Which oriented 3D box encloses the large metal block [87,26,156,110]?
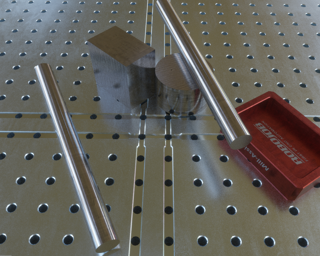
[{"bbox_3d":[-0.053,-0.086,0.443,0.080,0.080,0.050,37,60,27],"label":"large metal block"}]

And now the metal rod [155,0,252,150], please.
[{"bbox_3d":[0.046,-0.095,0.422,0.025,0.025,0.300,-12,51,-10],"label":"metal rod"}]

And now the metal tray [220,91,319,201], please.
[{"bbox_3d":[0.153,0.016,0.392,0.091,0.030,0.130,-26,55,-21],"label":"metal tray"}]

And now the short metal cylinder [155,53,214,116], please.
[{"bbox_3d":[0.033,-0.063,0.445,0.081,0.050,0.080,0,50,0],"label":"short metal cylinder"}]

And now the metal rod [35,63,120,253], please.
[{"bbox_3d":[-0.116,0.014,0.394,0.025,0.025,0.300,-20,53,-16],"label":"metal rod"}]
